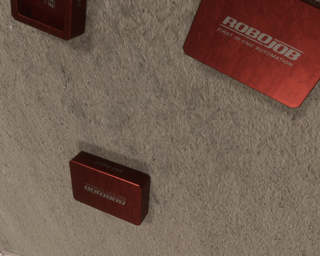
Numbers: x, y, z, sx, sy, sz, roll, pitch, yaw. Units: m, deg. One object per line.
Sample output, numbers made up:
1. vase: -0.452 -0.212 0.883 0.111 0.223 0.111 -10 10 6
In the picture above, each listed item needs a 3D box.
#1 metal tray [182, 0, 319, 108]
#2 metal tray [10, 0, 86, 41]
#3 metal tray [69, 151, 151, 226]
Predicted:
1. metal tray: 0.097 -0.088 0.298 0.130 0.030 0.089 29 128 9
2. metal tray: -0.130 -0.179 0.359 0.090 0.030 0.129 24 127 13
3. metal tray: -0.082 0.098 0.506 0.130 0.030 0.089 17 125 18
